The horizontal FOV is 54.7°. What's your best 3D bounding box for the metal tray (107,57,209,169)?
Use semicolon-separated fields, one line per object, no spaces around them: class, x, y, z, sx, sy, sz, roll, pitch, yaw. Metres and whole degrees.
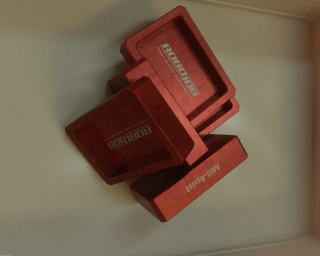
metal tray;-0.006;-0.015;0.372;0.030;0.090;0.130;-39;103;-16

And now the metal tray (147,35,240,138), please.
metal tray;0.040;-0.055;0.423;0.090;0.030;0.130;-36;101;-15

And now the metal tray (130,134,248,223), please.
metal tray;0.033;0.055;0.388;0.131;0.090;0.030;-34;102;-17

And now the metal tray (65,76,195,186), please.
metal tray;-0.038;0.010;0.341;0.090;0.130;0.030;55;43;-12

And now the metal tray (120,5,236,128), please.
metal tray;0.024;-0.071;0.384;0.090;0.030;0.130;-38;102;-16
